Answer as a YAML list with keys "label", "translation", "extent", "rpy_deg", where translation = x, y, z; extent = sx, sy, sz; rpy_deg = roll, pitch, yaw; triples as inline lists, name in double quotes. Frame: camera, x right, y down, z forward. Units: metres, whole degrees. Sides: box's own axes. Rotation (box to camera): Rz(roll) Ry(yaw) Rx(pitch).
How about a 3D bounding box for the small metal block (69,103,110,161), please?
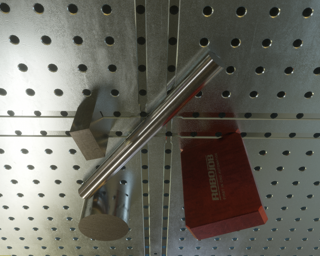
- label: "small metal block"
  translation: [-0.089, 0.005, 0.399]
  extent: [0.025, 0.050, 0.050]
  rpy_deg: [-12, 129, 10]

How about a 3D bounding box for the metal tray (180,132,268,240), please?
- label: "metal tray"
  translation: [0.077, 0.071, 0.404]
  extent: [0.090, 0.130, 0.030]
  rpy_deg: [-20, 127, 16]

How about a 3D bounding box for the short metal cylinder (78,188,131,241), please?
- label: "short metal cylinder"
  translation: [-0.091, 0.145, 0.518]
  extent: [0.081, 0.050, 0.079]
  rpy_deg: [0, 130, 0]

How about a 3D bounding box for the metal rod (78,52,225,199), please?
- label: "metal rod"
  translation: [-0.028, 0.014, 0.422]
  extent: [0.025, 0.025, 0.299]
  rpy_deg: [31, 124, -24]
